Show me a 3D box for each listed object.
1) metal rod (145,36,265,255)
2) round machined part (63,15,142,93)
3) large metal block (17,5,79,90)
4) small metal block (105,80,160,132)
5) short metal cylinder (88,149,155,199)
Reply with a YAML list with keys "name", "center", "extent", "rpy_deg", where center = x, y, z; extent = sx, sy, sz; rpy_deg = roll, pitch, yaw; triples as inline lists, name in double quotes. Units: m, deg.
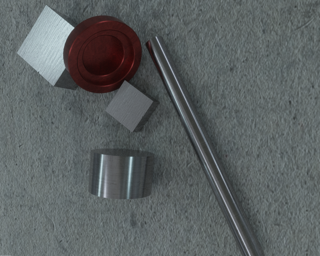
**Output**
- name: "metal rod"
  center: [0.053, 0.020, 0.389]
  extent: [0.025, 0.025, 0.299]
  rpy_deg: [-27, 82, 18]
- name: "round machined part"
  center: [-0.077, -0.098, 0.403]
  extent: [0.098, 0.098, 0.042]
  rpy_deg: [-53, 47, 12]
- name: "large metal block"
  center: [-0.141, -0.112, 0.444]
  extent: [0.080, 0.050, 0.080]
  rpy_deg: [41, 102, 15]
- name: "small metal block"
  center: [-0.037, -0.029, 0.421]
  extent: [0.050, 0.025, 0.050]
  rpy_deg: [38, 102, 15]
- name: "short metal cylinder"
  center: [-0.049, 0.056, 0.396]
  extent: [0.080, 0.080, 0.050]
  rpy_deg: [5, 92, 19]
